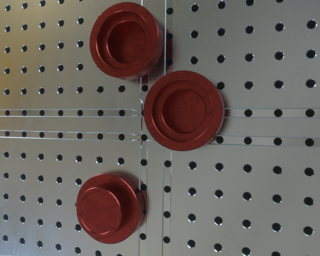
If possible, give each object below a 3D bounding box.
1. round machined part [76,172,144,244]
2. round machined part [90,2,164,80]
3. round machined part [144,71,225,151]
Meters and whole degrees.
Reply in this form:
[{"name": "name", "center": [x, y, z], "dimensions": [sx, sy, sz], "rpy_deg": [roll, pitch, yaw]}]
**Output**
[{"name": "round machined part", "center": [-0.075, 0.112, 0.429], "dimensions": [0.098, 0.042, 0.097], "rpy_deg": [0, 90, 19]}, {"name": "round machined part", "center": [-0.041, -0.113, 0.417], "dimensions": [0.098, 0.042, 0.097], "rpy_deg": [0, 90, 19]}, {"name": "round machined part", "center": [0.033, -0.021, 0.391], "dimensions": [0.098, 0.042, 0.097], "rpy_deg": [0, 90, 19]}]
